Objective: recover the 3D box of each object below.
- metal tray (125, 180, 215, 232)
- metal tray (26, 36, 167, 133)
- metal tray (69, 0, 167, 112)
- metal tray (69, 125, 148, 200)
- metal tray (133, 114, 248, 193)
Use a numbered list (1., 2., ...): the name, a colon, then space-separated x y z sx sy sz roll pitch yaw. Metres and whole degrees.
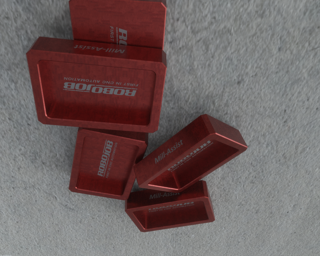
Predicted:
1. metal tray: 0.018 0.131 0.507 0.131 0.030 0.090 -12 137 9
2. metal tray: -0.063 -0.042 0.326 0.131 0.030 0.089 5 130 -5
3. metal tray: -0.043 -0.078 0.337 0.091 0.030 0.129 2 130 -3
4. metal tray: -0.076 0.047 0.443 0.091 0.030 0.129 12 129 -11
5. metal tray: 0.040 0.040 0.416 0.130 0.030 0.090 -39 143 26
